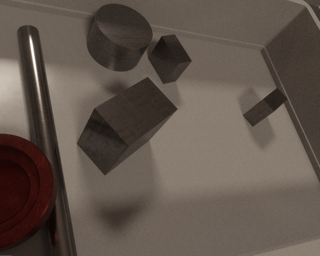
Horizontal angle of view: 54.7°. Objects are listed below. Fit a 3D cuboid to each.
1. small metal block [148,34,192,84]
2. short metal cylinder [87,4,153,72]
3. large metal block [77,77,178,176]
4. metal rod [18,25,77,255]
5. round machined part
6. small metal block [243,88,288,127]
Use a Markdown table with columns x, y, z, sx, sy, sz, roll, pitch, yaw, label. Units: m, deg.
| x | y | z | sx | sy | sz | roll | pitch | yaw | label |
| --- | --- | --- | --- | --- | --- | --- | --- | --- | --- |
| 0.014 | -0.102 | 0.461 | 0.025 | 0.050 | 0.050 | -19 | 72 | -36 | small metal block |
| -0.057 | -0.127 | 0.438 | 0.081 | 0.050 | 0.080 | 14 | 56 | -21 | short metal cylinder |
| -0.038 | -0.001 | 0.352 | 0.050 | 0.080 | 0.080 | 48 | 51 | 5 | large metal block |
| -0.124 | 0.011 | 0.332 | 0.025 | 0.025 | 0.299 | -4 | 64 | -30 | metal rod |
| -0.141 | 0.057 | 0.272 | 0.099 | 0.042 | 0.098 | 3 | 66 | -6 | round machined part |
| 0.171 | -0.034 | 0.505 | 0.050 | 0.050 | 0.025 | -33 | 81 | -38 | small metal block |
